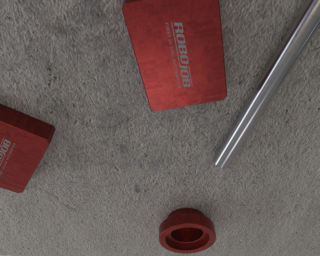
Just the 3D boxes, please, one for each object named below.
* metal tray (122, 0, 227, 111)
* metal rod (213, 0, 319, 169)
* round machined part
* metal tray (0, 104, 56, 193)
[{"bbox_3d":[0.021,-0.083,0.333,0.090,0.030,0.129,-9,130,7],"label":"metal tray"},{"bbox_3d":[0.132,-0.060,0.357,0.025,0.025,0.298,13,129,-11],"label":"metal rod"},{"bbox_3d":[0.047,0.179,0.549,0.099,0.042,0.097,0,130,0],"label":"round machined part"},{"bbox_3d":[-0.213,0.031,0.429,0.090,0.030,0.129,26,126,-21],"label":"metal tray"}]
